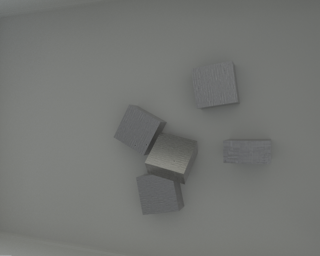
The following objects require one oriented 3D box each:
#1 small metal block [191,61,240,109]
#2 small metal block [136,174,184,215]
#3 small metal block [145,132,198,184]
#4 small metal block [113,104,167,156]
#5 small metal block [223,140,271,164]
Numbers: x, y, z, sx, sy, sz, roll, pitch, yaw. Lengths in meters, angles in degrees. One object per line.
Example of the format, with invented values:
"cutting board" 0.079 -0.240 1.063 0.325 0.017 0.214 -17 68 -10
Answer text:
"small metal block" 0.070 -0.052 0.386 0.050 0.025 0.050 -8 87 19
"small metal block" 0.000 0.085 0.410 0.050 0.025 0.050 -12 86 19
"small metal block" 0.016 0.037 0.391 0.050 0.025 0.050 14 54 19
"small metal block" -0.027 0.002 0.420 0.050 0.025 0.050 30 100 17
"small metal block" 0.103 0.026 0.361 0.050 0.050 0.025 -1 90 20
